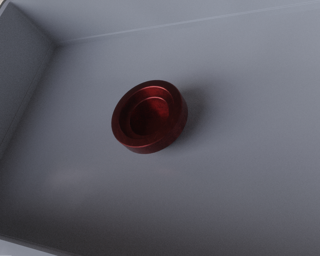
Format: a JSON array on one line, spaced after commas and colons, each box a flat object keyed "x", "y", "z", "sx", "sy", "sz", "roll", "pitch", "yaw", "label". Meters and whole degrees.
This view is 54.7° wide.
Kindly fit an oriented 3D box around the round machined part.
[{"x": -0.010, "y": -0.011, "z": 0.400, "sx": 0.098, "sy": 0.042, "sz": 0.098, "roll": -13, "pitch": 56, "yaw": 20, "label": "round machined part"}]
